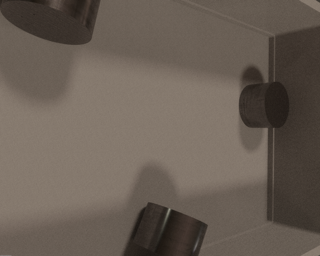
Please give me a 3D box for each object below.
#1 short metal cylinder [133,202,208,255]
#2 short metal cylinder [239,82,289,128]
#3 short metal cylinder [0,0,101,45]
[{"bbox_3d":[0.013,0.131,0.384,0.080,0.080,0.050,34,69,-35],"label":"short metal cylinder"},{"bbox_3d":[0.185,-0.040,0.549,0.081,0.050,0.079,0,90,-40],"label":"short metal cylinder"},{"bbox_3d":[-0.099,-0.119,0.289,0.081,0.080,0.050,17,79,-39],"label":"short metal cylinder"}]
